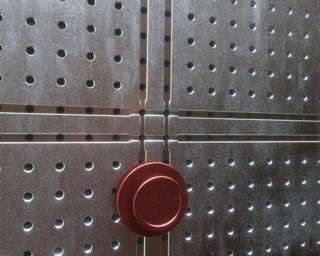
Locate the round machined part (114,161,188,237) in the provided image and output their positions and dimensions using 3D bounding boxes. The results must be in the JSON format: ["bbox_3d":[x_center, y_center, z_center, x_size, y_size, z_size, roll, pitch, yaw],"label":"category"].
[{"bbox_3d":[-0.007,0.093,0.402,0.099,0.042,0.097,0,90,-21],"label":"round machined part"}]
